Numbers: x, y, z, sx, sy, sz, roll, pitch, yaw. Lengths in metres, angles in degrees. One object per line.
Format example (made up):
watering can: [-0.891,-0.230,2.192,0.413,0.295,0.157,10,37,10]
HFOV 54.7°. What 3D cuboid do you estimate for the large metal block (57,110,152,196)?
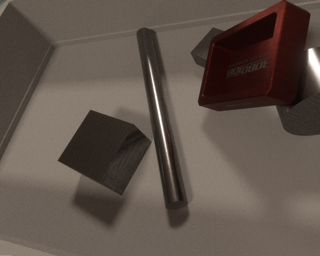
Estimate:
large metal block: [-0.072,0.031,0.407,0.080,0.050,0.080,18,71,34]

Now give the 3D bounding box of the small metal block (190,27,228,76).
small metal block: [0.080,-0.106,0.428,0.050,0.025,0.050,-49,52,-7]

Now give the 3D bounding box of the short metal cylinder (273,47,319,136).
short metal cylinder: [0.157,-0.034,0.309,0.080,0.080,0.050,-17,55,18]

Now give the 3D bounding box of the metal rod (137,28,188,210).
metal rod: [-0.004,-0.035,0.428,0.025,0.025,0.299,-21,54,15]

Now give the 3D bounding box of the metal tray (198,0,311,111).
metal tray: [0.092,-0.068,0.334,0.130,0.030,0.090,179,105,-69]
